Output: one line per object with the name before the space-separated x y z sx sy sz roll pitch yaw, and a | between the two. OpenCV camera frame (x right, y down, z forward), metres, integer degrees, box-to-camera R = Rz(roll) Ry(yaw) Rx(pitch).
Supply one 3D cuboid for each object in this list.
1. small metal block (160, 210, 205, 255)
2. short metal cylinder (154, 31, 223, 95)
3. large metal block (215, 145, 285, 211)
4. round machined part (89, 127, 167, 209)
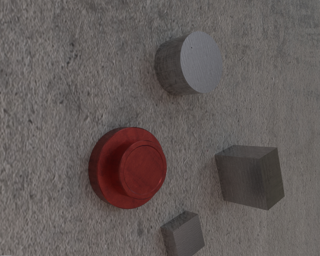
small metal block | 0.032 0.151 0.432 0.050 0.025 0.050 -21 104 -38
short metal cylinder | 0.040 -0.085 0.421 0.081 0.050 0.080 0 90 -40
large metal block | 0.140 0.074 0.486 0.050 0.080 0.080 -21 103 -38
round machined part | -0.031 0.047 0.368 0.099 0.042 0.097 0 90 -40
